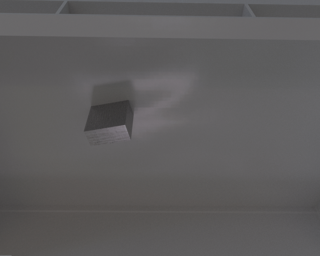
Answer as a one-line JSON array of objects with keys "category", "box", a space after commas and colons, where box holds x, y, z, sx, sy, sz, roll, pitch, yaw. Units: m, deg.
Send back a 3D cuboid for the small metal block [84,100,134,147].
[{"category": "small metal block", "box": [-0.062, -0.007, 0.386, 0.050, 0.050, 0.025, -9, 130, 7]}]
